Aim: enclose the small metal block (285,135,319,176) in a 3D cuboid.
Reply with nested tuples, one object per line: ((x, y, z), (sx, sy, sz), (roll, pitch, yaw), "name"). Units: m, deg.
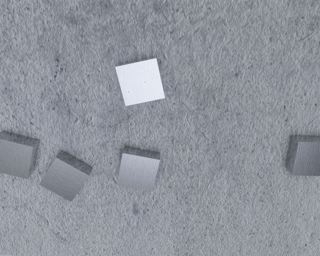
((0.206, 0.038, 0.425), (0.050, 0.025, 0.050), (1, 110, -1), "small metal block")

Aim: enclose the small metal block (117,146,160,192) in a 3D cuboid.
((-0.030, 0.056, 0.430), (0.050, 0.025, 0.050), (11, 110, -4), "small metal block")

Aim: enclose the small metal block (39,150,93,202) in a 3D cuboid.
((-0.131, 0.067, 0.433), (0.050, 0.025, 0.050), (32, 107, -11), "small metal block")

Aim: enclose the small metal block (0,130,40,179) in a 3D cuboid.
((-0.197, 0.036, 0.421), (0.050, 0.025, 0.050), (15, 109, -6), "small metal block")

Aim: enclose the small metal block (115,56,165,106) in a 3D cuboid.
((-0.024, -0.059, 0.388), (0.050, 0.025, 0.050), (-11, 110, 4), "small metal block")
